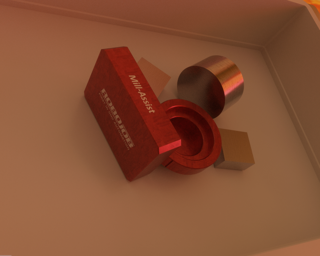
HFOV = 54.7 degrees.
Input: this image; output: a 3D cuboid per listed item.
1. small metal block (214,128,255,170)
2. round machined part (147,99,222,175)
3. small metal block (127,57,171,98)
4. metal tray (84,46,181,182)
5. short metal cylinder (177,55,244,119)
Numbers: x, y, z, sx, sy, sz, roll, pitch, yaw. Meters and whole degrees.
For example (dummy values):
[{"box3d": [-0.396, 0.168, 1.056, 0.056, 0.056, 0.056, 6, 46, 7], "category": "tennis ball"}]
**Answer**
[{"box3d": [0.102, 0.031, 0.442, 0.050, 0.025, 0.050, 8, 58, -23], "category": "small metal block"}, {"box3d": [0.026, 0.015, 0.398, 0.099, 0.042, 0.098, 14, 56, -21], "category": "round machined part"}, {"box3d": [-0.020, -0.063, 0.433, 0.050, 0.025, 0.050, 34, 52, -5], "category": "small metal block"}, {"box3d": [-0.037, -0.014, 0.352, 0.030, 0.090, 0.130, -19, 72, -35], "category": "metal tray"}, {"box3d": [0.072, -0.058, 0.445, 0.050, 0.080, 0.080, -33, 81, -38], "category": "short metal cylinder"}]
